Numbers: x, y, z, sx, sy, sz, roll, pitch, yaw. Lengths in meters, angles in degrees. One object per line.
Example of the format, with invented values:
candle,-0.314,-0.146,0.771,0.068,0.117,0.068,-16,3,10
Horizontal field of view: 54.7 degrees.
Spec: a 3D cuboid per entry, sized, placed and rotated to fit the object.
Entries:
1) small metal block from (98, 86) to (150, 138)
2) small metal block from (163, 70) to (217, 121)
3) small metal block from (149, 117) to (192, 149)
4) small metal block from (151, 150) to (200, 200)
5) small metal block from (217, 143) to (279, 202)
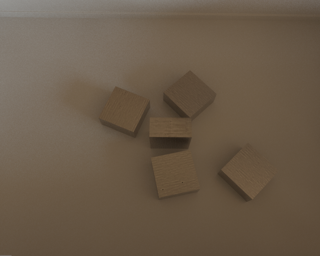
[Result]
small metal block,-0.047,-0.021,0.417,0.050,0.025,0.050,22,71,8
small metal block,0.040,-0.042,0.425,0.050,0.025,0.050,-41,75,-14
small metal block,0.013,0.007,0.394,0.050,0.050,0.025,0,70,0
small metal block,0.018,0.059,0.388,0.050,0.025,0.050,-11,70,-4
small metal block,0.110,0.056,0.390,0.050,0.025,0.050,-42,76,-14
